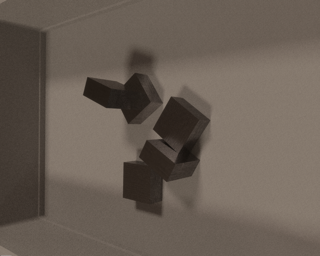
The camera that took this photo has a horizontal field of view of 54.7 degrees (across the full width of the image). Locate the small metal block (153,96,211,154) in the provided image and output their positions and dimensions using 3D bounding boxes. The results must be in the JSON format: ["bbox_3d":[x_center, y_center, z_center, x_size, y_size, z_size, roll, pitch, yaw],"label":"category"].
[{"bbox_3d":[0.026,-0.004,0.384,0.050,0.025,0.050,43,116,31],"label":"small metal block"}]

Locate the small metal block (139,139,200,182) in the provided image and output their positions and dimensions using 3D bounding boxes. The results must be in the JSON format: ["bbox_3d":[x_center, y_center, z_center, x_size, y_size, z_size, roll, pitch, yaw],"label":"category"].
[{"bbox_3d":[0.012,0.037,0.379,0.050,0.050,0.025,38,114,33],"label":"small metal block"}]

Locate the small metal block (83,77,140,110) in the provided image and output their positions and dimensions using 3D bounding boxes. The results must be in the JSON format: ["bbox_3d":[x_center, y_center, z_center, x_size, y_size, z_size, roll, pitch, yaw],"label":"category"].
[{"bbox_3d":[-0.064,-0.045,0.408,0.050,0.050,0.025,28,108,36],"label":"small metal block"}]

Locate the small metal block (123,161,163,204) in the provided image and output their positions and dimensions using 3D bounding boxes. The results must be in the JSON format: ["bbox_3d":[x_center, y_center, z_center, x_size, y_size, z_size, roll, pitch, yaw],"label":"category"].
[{"bbox_3d":[-0.024,0.073,0.424,0.050,0.025,0.050,2,91,39],"label":"small metal block"}]

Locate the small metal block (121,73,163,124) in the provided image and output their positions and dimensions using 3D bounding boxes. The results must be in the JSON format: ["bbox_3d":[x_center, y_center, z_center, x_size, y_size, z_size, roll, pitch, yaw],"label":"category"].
[{"bbox_3d":[-0.031,-0.040,0.430,0.050,0.025,0.050,-41,65,32],"label":"small metal block"}]
